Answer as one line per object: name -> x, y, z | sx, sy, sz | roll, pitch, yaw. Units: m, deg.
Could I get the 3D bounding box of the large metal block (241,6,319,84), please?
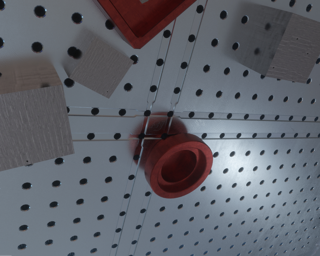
large metal block -> 0.170, -0.111, 0.419 | 0.081, 0.050, 0.079 | 3, 117, -30

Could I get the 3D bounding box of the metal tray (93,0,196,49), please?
metal tray -> -0.030, -0.153, 0.296 | 0.090, 0.030, 0.130 | -41, 130, 0

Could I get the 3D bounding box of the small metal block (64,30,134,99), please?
small metal block -> -0.065, -0.067, 0.334 | 0.050, 0.025, 0.050 | 28, 103, -38

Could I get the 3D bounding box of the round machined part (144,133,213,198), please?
round machined part -> 0.023, 0.049, 0.443 | 0.099, 0.042, 0.097 | -14, 124, -21

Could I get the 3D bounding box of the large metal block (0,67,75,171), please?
large metal block -> -0.138, -0.010, 0.314 | 0.081, 0.050, 0.079 | -13, 124, -21
